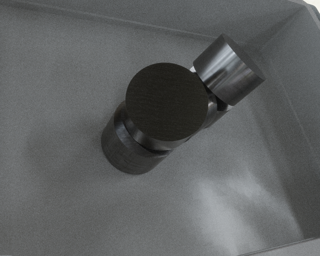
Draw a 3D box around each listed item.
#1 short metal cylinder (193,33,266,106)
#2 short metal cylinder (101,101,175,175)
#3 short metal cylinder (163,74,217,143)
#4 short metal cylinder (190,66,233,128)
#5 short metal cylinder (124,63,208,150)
[{"bbox_3d":[0.089,-0.075,0.400,0.080,0.050,0.080,35,29,-23],"label":"short metal cylinder"},{"bbox_3d":[-0.024,0.009,0.370,0.081,0.050,0.080,14,56,-21],"label":"short metal cylinder"},{"bbox_3d":[0.026,-0.026,0.400,0.050,0.080,0.080,-34,81,-38],"label":"short metal cylinder"},{"bbox_3d":[0.063,-0.046,0.451,0.081,0.050,0.080,14,56,-21],"label":"short metal cylinder"},{"bbox_3d":[0.004,-0.020,0.321,0.081,0.050,0.080,2,75,-8],"label":"short metal cylinder"}]
